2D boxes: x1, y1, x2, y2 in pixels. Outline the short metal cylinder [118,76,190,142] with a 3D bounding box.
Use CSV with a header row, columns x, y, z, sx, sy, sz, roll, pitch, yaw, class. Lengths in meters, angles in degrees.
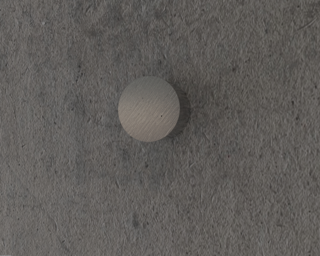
x,y,z,sx,sy,sz,roll,pitch,yaw,class
-0.006,-0.023,0.398,0.080,0.050,0.080,0,90,20,short metal cylinder
